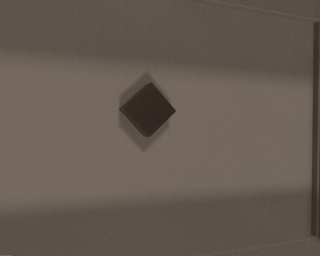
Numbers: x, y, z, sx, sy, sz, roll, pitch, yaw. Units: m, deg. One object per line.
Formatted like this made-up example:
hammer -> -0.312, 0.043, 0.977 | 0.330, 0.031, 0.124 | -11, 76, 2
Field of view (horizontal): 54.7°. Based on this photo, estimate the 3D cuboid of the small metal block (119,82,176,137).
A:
small metal block -> -0.016, -0.024, 0.405 | 0.050, 0.025, 0.050 | -45, 104, -15
